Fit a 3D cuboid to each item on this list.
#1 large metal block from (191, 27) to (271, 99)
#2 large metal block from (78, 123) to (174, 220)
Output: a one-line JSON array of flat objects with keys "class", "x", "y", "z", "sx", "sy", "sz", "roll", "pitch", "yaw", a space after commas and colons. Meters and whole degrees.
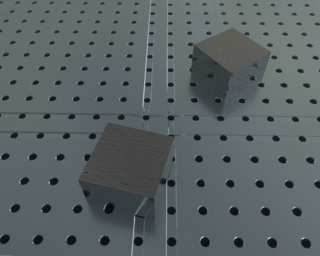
[{"class": "large metal block", "x": 0.107, "y": -0.102, "z": 0.478, "sx": 0.080, "sy": 0.050, "sz": 0.080, "roll": -28, "pitch": 56, "yaw": -22}, {"class": "large metal block", "x": -0.033, "y": 0.047, "z": 0.352, "sx": 0.080, "sy": 0.050, "sz": 0.080, "roll": 12, "pitch": 51, "yaw": 10}]
